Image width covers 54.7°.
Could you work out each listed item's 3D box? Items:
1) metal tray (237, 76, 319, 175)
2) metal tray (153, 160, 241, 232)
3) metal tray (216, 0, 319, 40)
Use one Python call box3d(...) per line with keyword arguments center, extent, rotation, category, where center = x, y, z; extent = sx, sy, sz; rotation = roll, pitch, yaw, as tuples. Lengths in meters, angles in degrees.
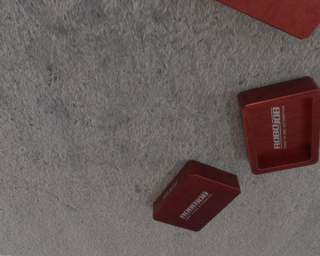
box3d(center=(0.157, 0.003, 0.407), extent=(0.090, 0.030, 0.129), rotation=(-13, 129, 10), category="metal tray")
box3d(center=(0.056, 0.114, 0.502), extent=(0.091, 0.030, 0.129), rotation=(21, 127, -17), category="metal tray")
box3d(center=(0.104, -0.147, 0.280), extent=(0.131, 0.030, 0.089), rotation=(18, 128, -15), category="metal tray")
